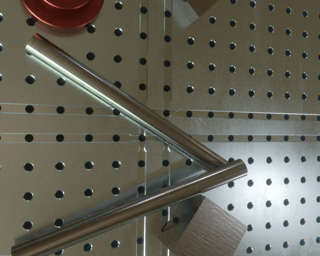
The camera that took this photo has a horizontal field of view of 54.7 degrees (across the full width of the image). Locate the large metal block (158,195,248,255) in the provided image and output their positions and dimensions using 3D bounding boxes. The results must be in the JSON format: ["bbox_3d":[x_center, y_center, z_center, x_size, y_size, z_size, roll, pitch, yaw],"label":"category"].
[{"bbox_3d":[0.058,0.143,0.423,0.080,0.050,0.080,38,78,-17],"label":"large metal block"}]

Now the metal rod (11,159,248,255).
[{"bbox_3d":[-0.025,0.100,0.389,0.302,0.025,0.025,-18,97,-14],"label":"metal rod"}]

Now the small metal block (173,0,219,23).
[{"bbox_3d":[0.050,-0.185,0.432,0.050,0.025,0.050,-45,105,-15],"label":"small metal block"}]

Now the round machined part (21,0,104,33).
[{"bbox_3d":[-0.113,-0.166,0.362,0.099,0.042,0.097,0,90,-20],"label":"round machined part"}]

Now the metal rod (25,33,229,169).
[{"bbox_3d":[-0.029,-0.021,0.402,0.301,0.025,0.025,33,79,-17],"label":"metal rod"}]
